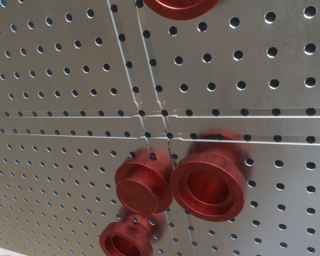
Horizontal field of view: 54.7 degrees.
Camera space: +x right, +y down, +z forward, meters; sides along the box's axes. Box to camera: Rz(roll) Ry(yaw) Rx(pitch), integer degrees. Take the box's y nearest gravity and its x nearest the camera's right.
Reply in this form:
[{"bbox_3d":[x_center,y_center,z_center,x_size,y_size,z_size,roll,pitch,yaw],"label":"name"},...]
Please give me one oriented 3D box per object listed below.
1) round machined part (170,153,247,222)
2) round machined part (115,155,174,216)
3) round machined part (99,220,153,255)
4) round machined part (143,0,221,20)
[{"bbox_3d":[0.066,0.073,0.410,0.098,0.042,0.097,13,124,20],"label":"round machined part"},{"bbox_3d":[-0.027,0.093,0.471,0.098,0.042,0.097,13,124,20],"label":"round machined part"},{"bbox_3d":[-0.056,0.204,0.554,0.098,0.042,0.097,13,124,20],"label":"round machined part"},{"bbox_3d":[0.024,-0.156,0.290,0.098,0.042,0.097,13,124,20],"label":"round machined part"}]
